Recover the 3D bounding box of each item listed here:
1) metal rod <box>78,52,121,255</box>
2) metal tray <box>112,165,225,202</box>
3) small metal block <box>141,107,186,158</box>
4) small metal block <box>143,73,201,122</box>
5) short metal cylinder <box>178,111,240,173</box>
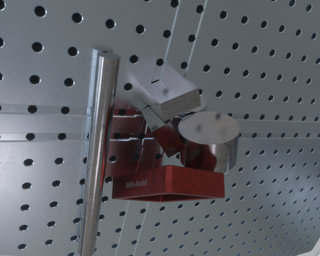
[{"bbox_3d":[-0.082,0.053,0.398,0.025,0.025,0.298,-3,120,-27],"label":"metal rod"},{"bbox_3d":[0.007,0.077,0.403,0.091,0.130,0.030,13,69,-34],"label":"metal tray"},{"bbox_3d":[0.004,0.002,0.396,0.025,0.050,0.050,-31,129,1],"label":"small metal block"},{"bbox_3d":[0.014,-0.039,0.379,0.050,0.050,0.025,-24,127,-14],"label":"small metal block"},{"bbox_3d":[0.066,0.019,0.423,0.081,0.080,0.050,-17,125,-19],"label":"short metal cylinder"}]
